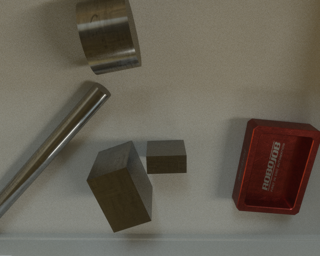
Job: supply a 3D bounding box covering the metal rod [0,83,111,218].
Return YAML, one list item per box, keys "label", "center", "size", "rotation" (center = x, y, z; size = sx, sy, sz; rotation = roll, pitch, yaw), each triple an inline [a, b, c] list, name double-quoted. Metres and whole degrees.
- label: "metal rod"
  center: [-0.174, 0.054, 0.428]
  size: [0.025, 0.025, 0.299]
  rotation: [41, 105, -14]

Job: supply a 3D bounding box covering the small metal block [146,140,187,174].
- label: "small metal block"
  center: [0.008, 0.038, 0.412]
  size: [0.050, 0.050, 0.025]
  rotation: [-2, 110, 0]

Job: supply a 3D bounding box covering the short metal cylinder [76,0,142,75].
- label: "short metal cylinder"
  center: [-0.054, -0.103, 0.343]
  size: [0.050, 0.080, 0.079]
  rotation: [-11, 110, 3]

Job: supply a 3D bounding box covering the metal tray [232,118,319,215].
- label: "metal tray"
  center: [0.159, 0.056, 0.431]
  size: [0.091, 0.030, 0.129]
  rotation: [5, 110, -3]

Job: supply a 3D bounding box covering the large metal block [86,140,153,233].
- label: "large metal block"
  center: [-0.048, 0.074, 0.409]
  size: [0.050, 0.080, 0.080]
  rotation: [-20, 109, 7]
